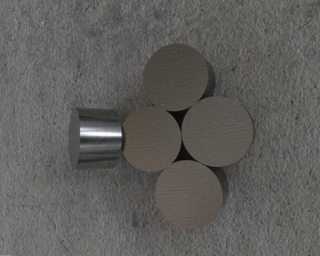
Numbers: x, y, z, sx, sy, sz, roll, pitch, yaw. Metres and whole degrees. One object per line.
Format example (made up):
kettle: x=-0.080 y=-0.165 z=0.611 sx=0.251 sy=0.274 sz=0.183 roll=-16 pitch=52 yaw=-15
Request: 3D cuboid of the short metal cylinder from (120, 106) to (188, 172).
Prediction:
short metal cylinder: x=-0.004 y=0.013 z=0.398 sx=0.080 sy=0.050 sz=0.080 roll=0 pitch=90 yaw=20

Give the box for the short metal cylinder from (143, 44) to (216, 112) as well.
short metal cylinder: x=0.026 y=-0.060 z=0.388 sx=0.080 sy=0.050 sz=0.080 roll=0 pitch=90 yaw=20

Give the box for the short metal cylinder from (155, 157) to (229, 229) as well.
short metal cylinder: x=0.041 y=0.077 z=0.382 sx=0.080 sy=0.050 sz=0.080 roll=0 pitch=90 yaw=20

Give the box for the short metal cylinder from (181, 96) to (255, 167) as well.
short metal cylinder: x=0.071 y=0.004 z=0.372 sx=0.080 sy=0.050 sz=0.080 roll=0 pitch=90 yaw=20

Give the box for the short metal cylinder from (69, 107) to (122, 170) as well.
short metal cylinder: x=-0.087 y=0.014 z=0.406 sx=0.080 sy=0.050 sz=0.080 roll=-6 pitch=83 yaw=64
